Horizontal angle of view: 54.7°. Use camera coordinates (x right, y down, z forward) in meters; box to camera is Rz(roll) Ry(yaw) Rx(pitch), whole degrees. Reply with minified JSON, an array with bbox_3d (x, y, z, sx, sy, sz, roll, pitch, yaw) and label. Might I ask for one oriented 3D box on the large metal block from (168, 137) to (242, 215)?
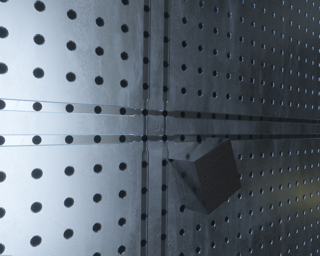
[{"bbox_3d":[0.067,0.066,0.452,0.081,0.050,0.080,-27,107,-37],"label":"large metal block"}]
